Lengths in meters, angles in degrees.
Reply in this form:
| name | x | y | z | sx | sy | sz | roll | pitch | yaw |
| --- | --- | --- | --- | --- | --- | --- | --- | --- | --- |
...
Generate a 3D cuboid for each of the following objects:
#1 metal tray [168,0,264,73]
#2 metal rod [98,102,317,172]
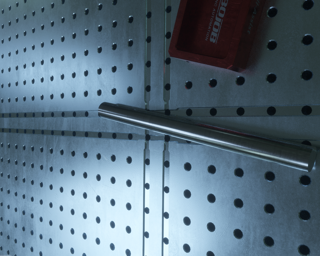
| name | x | y | z | sx | sy | sz | roll | pitch | yaw |
| --- | --- | --- | --- | --- | --- | --- | --- | --- | --- |
| metal tray | 0.066 | -0.136 | 0.350 | 0.090 | 0.030 | 0.129 | 23 | 104 | 37 |
| metal rod | 0.029 | 0.001 | 0.383 | 0.300 | 0.025 | 0.025 | 14 | 99 | 38 |
